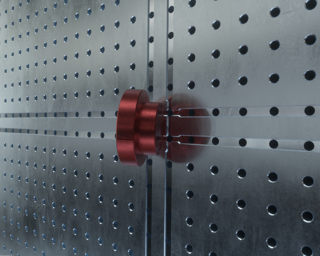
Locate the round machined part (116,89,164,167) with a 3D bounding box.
[{"bbox_3d":[-0.020,0.000,0.392,0.042,0.098,0.097,3,92,9],"label":"round machined part"}]
